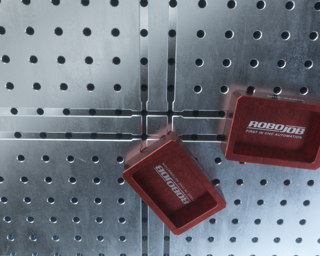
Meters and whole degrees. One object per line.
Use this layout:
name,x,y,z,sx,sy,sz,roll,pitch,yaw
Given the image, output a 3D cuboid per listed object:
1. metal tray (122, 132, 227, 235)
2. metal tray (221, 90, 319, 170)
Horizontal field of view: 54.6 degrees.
metal tray,0.021,0.081,0.440,0.090,0.030,0.130,-35,107,12
metal tray,0.155,0.003,0.412,0.131,0.030,0.089,7,110,-3
